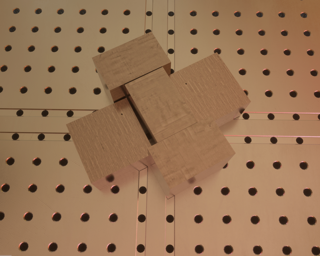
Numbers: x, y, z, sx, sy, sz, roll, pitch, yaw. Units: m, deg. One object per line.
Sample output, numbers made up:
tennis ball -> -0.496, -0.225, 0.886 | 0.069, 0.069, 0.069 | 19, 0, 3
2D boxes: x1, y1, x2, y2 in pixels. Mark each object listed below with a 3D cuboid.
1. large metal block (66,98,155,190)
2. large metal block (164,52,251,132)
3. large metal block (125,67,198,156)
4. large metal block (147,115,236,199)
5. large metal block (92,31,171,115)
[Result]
large metal block -> -0.060, 0.021, 0.392 | 0.080, 0.050, 0.080 | -25, 72, -9
large metal block -> 0.058, -0.041, 0.413 | 0.080, 0.050, 0.080 | -27, 74, -9
large metal block -> 0.001, -0.015, 0.388 | 0.050, 0.080, 0.080 | -27, 72, -9
large metal block -> 0.033, 0.038, 0.369 | 0.080, 0.080, 0.050 | -27, 72, -10
large metal block -> -0.034, -0.067, 0.406 | 0.080, 0.080, 0.050 | -27, 72, -9
